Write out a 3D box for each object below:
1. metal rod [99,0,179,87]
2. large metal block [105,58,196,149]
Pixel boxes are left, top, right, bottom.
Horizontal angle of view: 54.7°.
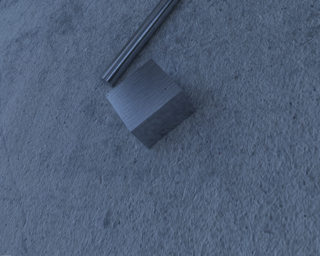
[{"bbox_3d":[0.000,-0.192,0.520,0.025,0.025,0.300,27,76,37],"label":"metal rod"},{"bbox_3d":[-0.013,-0.033,0.414,0.080,0.050,0.080,-39,51,1],"label":"large metal block"}]
